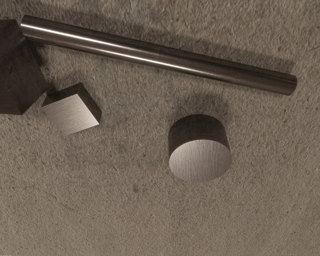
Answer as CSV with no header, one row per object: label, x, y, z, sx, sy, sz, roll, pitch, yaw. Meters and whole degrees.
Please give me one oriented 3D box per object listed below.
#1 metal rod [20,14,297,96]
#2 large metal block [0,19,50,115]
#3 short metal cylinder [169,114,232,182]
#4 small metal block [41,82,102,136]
metal rod,0.008,-0.077,0.341,0.302,0.025,0.025,10,129,-9
large metal block,-0.177,-0.062,0.320,0.080,0.050,0.080,4,133,20
short metal cylinder,0.052,0.028,0.416,0.081,0.050,0.079,0,130,0
small metal block,-0.109,-0.023,0.386,0.050,0.025,0.050,-18,128,14
